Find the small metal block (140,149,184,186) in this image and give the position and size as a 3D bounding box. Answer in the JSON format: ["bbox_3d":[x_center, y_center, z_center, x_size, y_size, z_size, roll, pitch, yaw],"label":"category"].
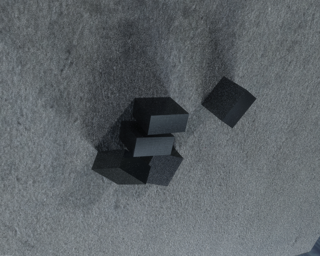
[{"bbox_3d":[-0.003,0.052,0.439,0.050,0.025,0.050,17,110,-35],"label":"small metal block"}]

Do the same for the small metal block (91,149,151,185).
[{"bbox_3d":[-0.049,0.051,0.394,0.050,0.050,0.025,41,53,-40],"label":"small metal block"}]

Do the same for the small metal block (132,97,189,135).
[{"bbox_3d":[0.000,-0.016,0.382,0.050,0.050,0.025,-4,120,-27],"label":"small metal block"}]

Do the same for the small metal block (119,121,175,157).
[{"bbox_3d":[-0.018,0.012,0.389,0.050,0.050,0.025,-1,114,-29],"label":"small metal block"}]

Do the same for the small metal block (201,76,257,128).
[{"bbox_3d":[0.093,-0.036,0.421,0.025,0.050,0.050,30,102,-38],"label":"small metal block"}]
